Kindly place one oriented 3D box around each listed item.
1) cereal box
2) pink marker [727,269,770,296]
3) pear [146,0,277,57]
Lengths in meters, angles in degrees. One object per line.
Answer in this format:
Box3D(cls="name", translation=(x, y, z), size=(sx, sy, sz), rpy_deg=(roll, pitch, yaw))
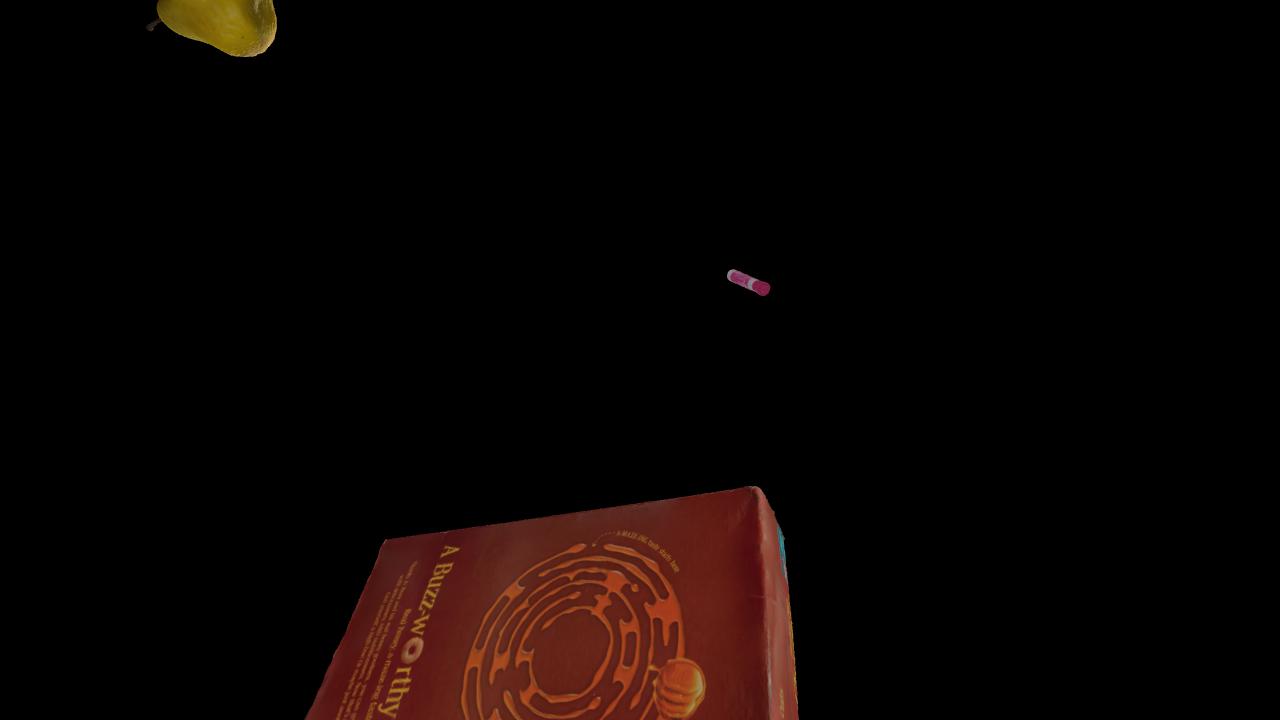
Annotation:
Box3D(cls="cereal box", translation=(-0.058, 0.201, 0.387), size=(0.306, 0.081, 0.203), rpy_deg=(-12, 41, 17))
Box3D(cls="pink marker", translation=(0.153, -0.110, 0.868), size=(0.020, 0.020, 0.121), rpy_deg=(0, 17, -14))
Box3D(cls="pear", translation=(-0.392, -0.317, 0.553), size=(0.111, 0.080, 0.080), rpy_deg=(3, 0, 0))
